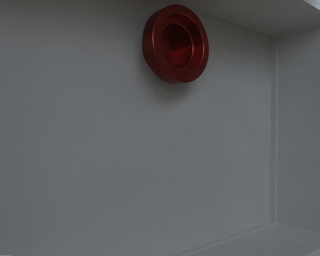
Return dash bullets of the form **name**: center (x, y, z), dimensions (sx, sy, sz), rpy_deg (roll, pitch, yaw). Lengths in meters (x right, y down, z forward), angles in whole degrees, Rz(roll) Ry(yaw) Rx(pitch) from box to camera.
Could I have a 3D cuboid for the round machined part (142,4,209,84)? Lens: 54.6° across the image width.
- **round machined part**: center (0.016, -0.106, 0.408), dimensions (0.099, 0.042, 0.097), rpy_deg (0, 90, -40)
